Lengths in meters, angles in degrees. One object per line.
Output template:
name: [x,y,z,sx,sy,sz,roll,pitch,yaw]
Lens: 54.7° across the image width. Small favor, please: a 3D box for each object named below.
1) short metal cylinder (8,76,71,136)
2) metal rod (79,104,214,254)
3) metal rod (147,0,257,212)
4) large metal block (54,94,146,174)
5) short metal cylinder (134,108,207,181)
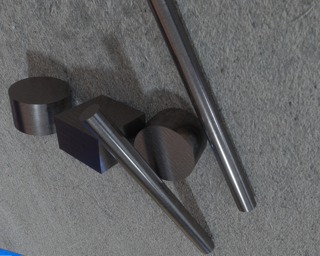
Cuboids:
short metal cylinder: [-0.167,-0.033,0.439,0.080,0.080,0.050,20,126,16]
metal rod: [0.000,0.085,0.401,0.025,0.025,0.300,-11,131,33]
metal rod: [0.053,-0.025,0.363,0.025,0.025,0.299,-14,112,34]
large metal block: [-0.076,0.004,0.403,0.080,0.081,0.050,24,128,30]
short metal cylinder: [0.014,0.021,0.396,0.080,0.050,0.079,13,124,20]
